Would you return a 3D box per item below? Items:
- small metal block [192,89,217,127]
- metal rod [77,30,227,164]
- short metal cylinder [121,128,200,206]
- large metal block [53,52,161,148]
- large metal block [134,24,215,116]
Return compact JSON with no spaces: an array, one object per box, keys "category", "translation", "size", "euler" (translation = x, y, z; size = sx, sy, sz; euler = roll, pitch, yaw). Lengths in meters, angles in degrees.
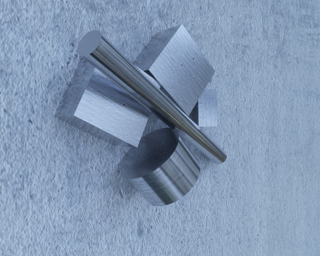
[{"category":"small metal block","translation":[0.062,-0.027,0.438],"size":[0.025,0.050,0.050],"euler":[-1,92,-4]},{"category":"metal rod","translation":[0.017,-0.012,0.367],"size":[0.301,0.025,0.025],"euler":[37,66,-51]},{"category":"short metal cylinder","translation":[0.001,0.045,0.370],"size":[0.080,0.080,0.050],"euler":[-51,121,-27]},{"category":"large metal block","translation":[-0.056,-0.032,0.343],"size":[0.080,0.050,0.080],"euler":[31,71,-36]},{"category":"large metal block","translation":[0.015,-0.071,0.399],"size":[0.080,0.050,0.080],"euler":[47,62,-30]}]
